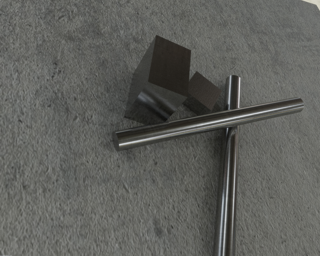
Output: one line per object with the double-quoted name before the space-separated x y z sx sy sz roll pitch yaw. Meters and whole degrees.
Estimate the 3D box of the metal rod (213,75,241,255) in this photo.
"metal rod" 0.097 0.039 0.434 0.025 0.025 0.300 23 53 -15

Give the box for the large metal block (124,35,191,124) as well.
"large metal block" -0.003 -0.058 0.403 0.050 0.080 0.080 20 54 -17

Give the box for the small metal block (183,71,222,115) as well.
"small metal block" 0.060 -0.050 0.469 0.050 0.025 0.050 38 51 -3

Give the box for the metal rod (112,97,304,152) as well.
"metal rod" 0.083 -0.010 0.429 0.303 0.025 0.025 -11 67 -24
